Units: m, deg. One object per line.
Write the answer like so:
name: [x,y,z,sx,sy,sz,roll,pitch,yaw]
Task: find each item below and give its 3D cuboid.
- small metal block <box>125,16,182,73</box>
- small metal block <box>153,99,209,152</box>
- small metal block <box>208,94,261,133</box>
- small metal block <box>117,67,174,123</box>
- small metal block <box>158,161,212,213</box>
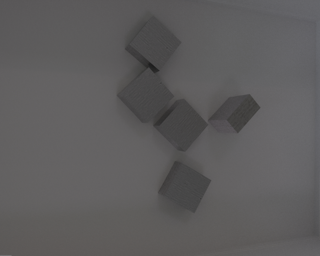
small metal block: [-0.009,-0.108,0.407,0.050,0.025,0.050,39,78,-16]
small metal block: [0.028,-0.004,0.421,0.050,0.025,0.050,45,76,-15]
small metal block: [0.103,-0.019,0.435,0.050,0.050,0.025,-46,105,-14]
small metal block: [-0.019,-0.042,0.403,0.050,0.025,0.050,-46,105,-14]
small metal block: [0.034,0.080,0.423,0.050,0.025,0.050,32,79,-17]
